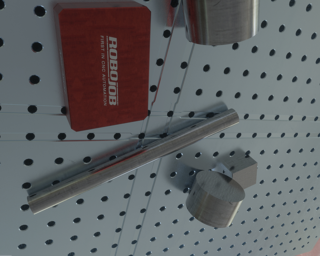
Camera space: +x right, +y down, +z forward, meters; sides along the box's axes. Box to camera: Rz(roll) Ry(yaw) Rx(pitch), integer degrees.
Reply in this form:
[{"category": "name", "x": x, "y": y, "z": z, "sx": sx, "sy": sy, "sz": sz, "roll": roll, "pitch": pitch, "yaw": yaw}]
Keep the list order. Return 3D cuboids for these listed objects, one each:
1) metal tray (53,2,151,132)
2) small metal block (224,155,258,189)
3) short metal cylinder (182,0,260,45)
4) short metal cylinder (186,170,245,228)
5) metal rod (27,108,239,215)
[{"category": "metal tray", "x": -0.059, "y": -0.065, "z": 0.336, "sx": 0.091, "sy": 0.030, "sz": 0.129, "roll": -11, "pitch": 123, "yaw": -23}, {"category": "small metal block", "x": 0.140, "y": 0.081, "z": 0.538, "sx": 0.050, "sy": 0.025, "sz": 0.050, "roll": -20, "pitch": 126, "yaw": -17}, {"category": "short metal cylinder", "x": 0.065, "y": -0.128, "z": 0.332, "sx": 0.081, "sy": 0.080, "sz": 0.050, "roll": -22, "pitch": 127, "yaw": -15}, {"category": "short metal cylinder", "x": 0.087, "y": 0.111, "z": 0.492, "sx": 0.081, "sy": 0.080, "sz": 0.050, "roll": 4, "pitch": 116, "yaw": -31}, {"category": "metal rod", "x": -0.025, "y": 0.039, "z": 0.421, "sx": 0.302, "sy": 0.025, "sz": 0.025, "roll": -23, "pitch": 127, "yaw": -15}]
